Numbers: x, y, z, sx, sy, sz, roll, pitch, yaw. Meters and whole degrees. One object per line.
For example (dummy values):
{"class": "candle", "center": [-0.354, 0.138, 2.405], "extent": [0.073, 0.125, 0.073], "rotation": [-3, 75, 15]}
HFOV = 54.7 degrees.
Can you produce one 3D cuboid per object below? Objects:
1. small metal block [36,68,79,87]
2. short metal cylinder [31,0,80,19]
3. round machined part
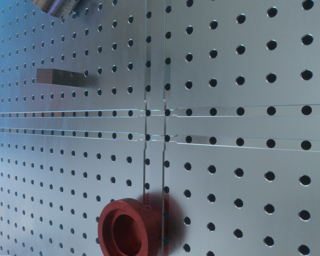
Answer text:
{"class": "small metal block", "center": [-0.177, -0.087, 0.536], "extent": [0.050, 0.050, 0.025], "rotation": [9, 96, 39]}
{"class": "short metal cylinder", "center": [-0.172, -0.230, 0.513], "extent": [0.050, 0.081, 0.080], "rotation": [-39, 66, 33]}
{"class": "round machined part", "center": [-0.038, 0.146, 0.428], "extent": [0.098, 0.042, 0.097], "rotation": [0, 90, 39]}
